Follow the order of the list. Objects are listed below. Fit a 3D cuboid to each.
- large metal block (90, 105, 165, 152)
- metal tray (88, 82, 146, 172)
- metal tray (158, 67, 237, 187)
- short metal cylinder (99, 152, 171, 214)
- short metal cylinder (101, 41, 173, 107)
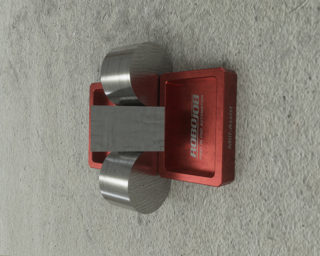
[{"bbox_3d":[-0.041,0.000,0.378,0.080,0.081,0.050,-170,81,-80],"label":"large metal block"},{"bbox_3d":[-0.065,-0.003,0.458,0.090,0.030,0.129,2,91,40],"label":"metal tray"},{"bbox_3d":[0.043,-0.002,0.369,0.090,0.030,0.129,2,91,40],"label":"metal tray"},{"bbox_3d":[-0.030,0.064,0.395,0.050,0.081,0.079,3,92,40],"label":"short metal cylinder"},{"bbox_3d":[-0.027,-0.066,0.393,0.050,0.081,0.079,3,92,40],"label":"short metal cylinder"}]
